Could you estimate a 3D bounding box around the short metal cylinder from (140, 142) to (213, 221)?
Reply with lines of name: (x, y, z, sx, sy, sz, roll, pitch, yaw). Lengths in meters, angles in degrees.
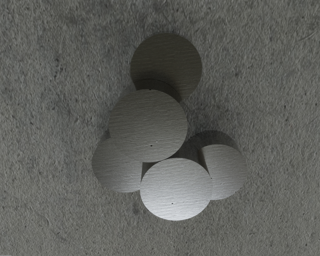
short metal cylinder: (0.018, 0.060, 0.366, 0.081, 0.050, 0.079, 0, 110, -1)

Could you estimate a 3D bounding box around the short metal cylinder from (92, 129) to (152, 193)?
short metal cylinder: (-0.045, 0.038, 0.411, 0.081, 0.050, 0.079, 0, 110, 0)

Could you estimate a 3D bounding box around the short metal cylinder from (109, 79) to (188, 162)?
short metal cylinder: (-0.012, -0.009, 0.340, 0.080, 0.050, 0.079, 0, 110, 0)

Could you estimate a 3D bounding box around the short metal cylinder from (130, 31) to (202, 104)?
short metal cylinder: (0.007, -0.074, 0.371, 0.081, 0.050, 0.079, 0, 110, 0)

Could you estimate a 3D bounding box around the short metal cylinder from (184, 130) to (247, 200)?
short metal cylinder: (0.070, 0.049, 0.416, 0.081, 0.050, 0.079, 0, 110, 0)
